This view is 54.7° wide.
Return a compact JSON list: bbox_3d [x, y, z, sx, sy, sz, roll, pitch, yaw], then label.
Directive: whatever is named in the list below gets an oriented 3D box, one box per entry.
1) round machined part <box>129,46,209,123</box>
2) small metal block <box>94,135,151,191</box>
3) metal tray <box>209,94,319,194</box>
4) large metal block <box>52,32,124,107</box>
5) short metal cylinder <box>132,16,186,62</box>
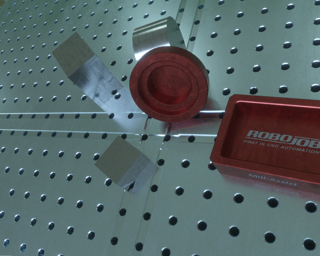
[{"bbox_3d":[0.014,-0.058,0.397,0.098,0.098,0.042,-12,31,21],"label":"round machined part"},{"bbox_3d":[-0.049,0.045,0.407,0.050,0.025,0.050,32,79,38],"label":"small metal block"},{"bbox_3d":[0.129,0.013,0.329,0.130,0.030,0.090,9,66,32],"label":"metal tray"},{"bbox_3d":[-0.113,-0.092,0.489,0.050,0.080,0.080,-41,51,1],"label":"large metal block"},{"bbox_3d":[0.003,-0.110,0.439,0.050,0.080,0.080,-12,57,22],"label":"short metal cylinder"}]
